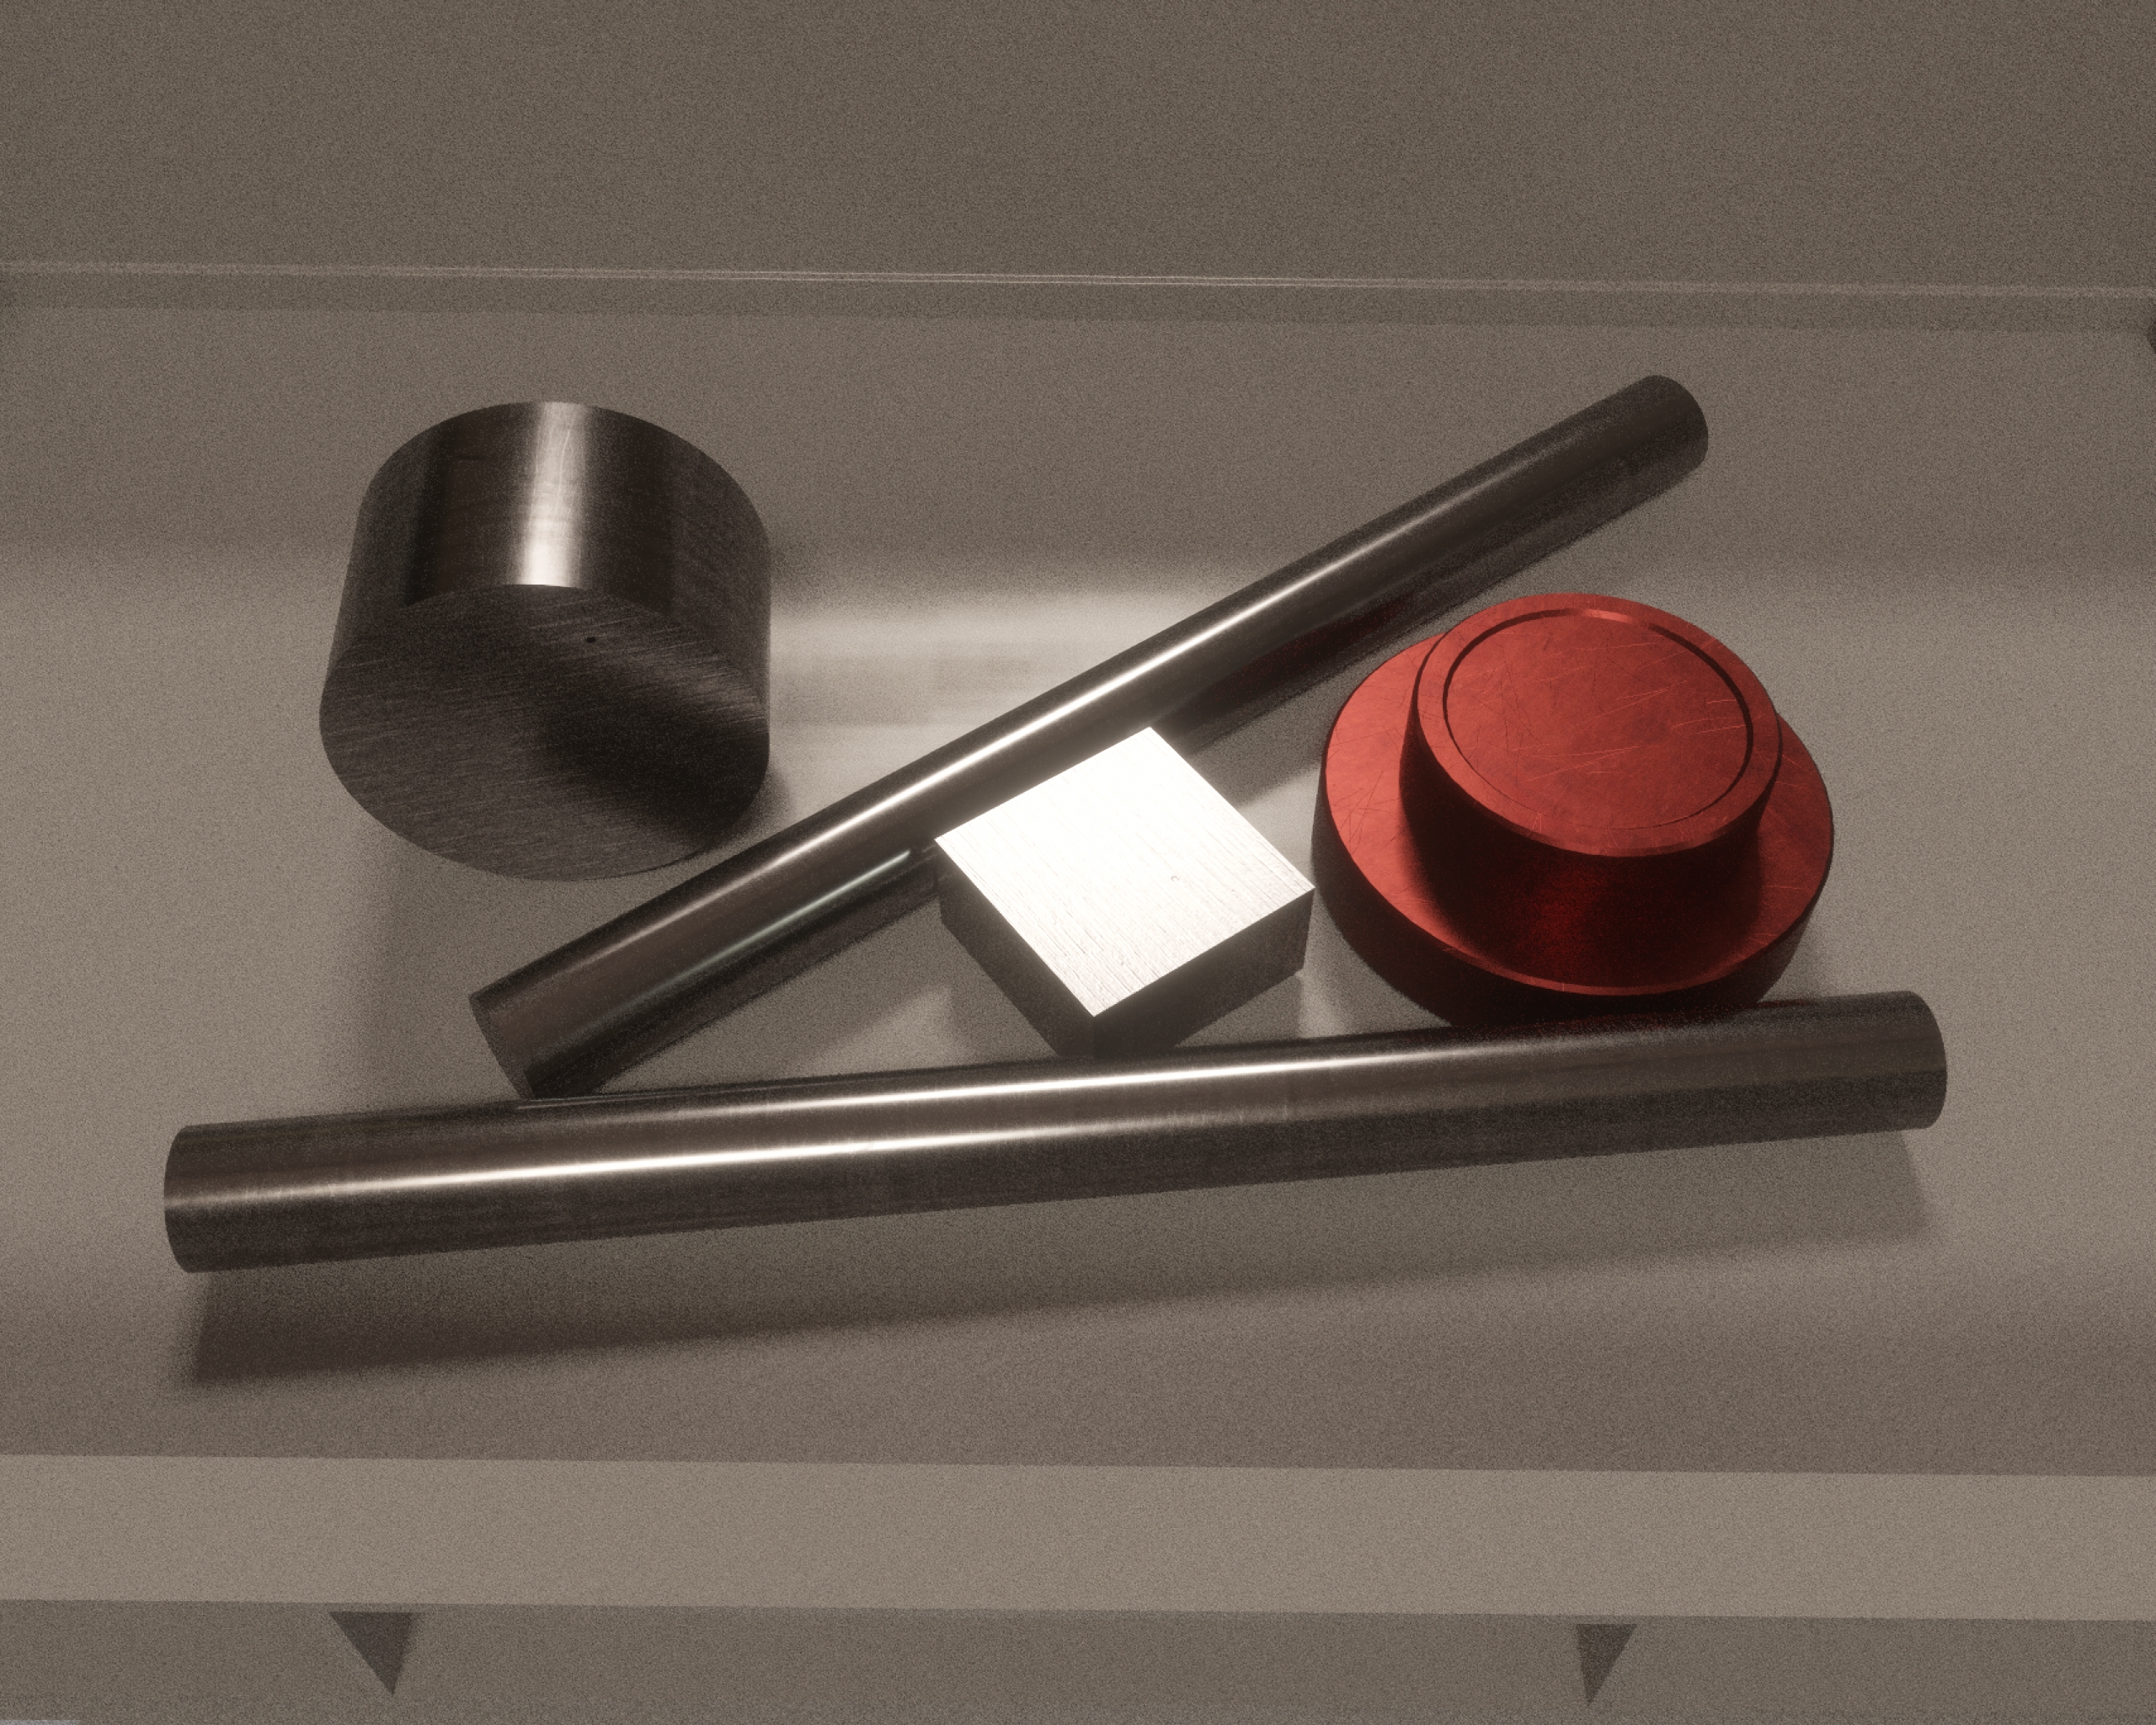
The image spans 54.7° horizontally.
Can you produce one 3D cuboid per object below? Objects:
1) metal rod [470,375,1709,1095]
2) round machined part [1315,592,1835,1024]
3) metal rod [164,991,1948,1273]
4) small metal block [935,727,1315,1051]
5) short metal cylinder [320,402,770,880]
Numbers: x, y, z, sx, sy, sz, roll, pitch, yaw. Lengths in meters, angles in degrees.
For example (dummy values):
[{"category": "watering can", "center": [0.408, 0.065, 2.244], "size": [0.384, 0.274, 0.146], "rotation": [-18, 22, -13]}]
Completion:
[{"category": "metal rod", "center": [0.018, -0.034, 0.432], "size": [0.302, 0.025, 0.025], "rotation": [-30, 56, -23]}, {"category": "round machined part", "center": [0.097, -0.015, 0.404], "size": [0.099, 0.042, 0.098], "rotation": [0, 50, 0]}, {"category": "metal rod", "center": [0.000, 0.046, 0.364], "size": [0.302, 0.025, 0.025], "rotation": [-4, 50, -4]}, {"category": "small metal block", "center": [0.008, 0.008, 0.396], "size": [0.050, 0.025, 0.050], "rotation": [-29, 56, -22]}, {"category": "short metal cylinder", "center": [-0.100, -0.041, 0.401], "size": [0.081, 0.080, 0.050], "rotation": [-4, 50, -4]}]
